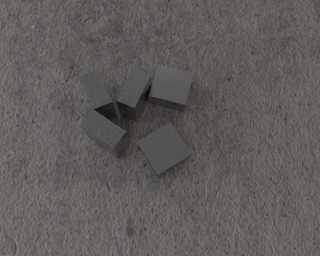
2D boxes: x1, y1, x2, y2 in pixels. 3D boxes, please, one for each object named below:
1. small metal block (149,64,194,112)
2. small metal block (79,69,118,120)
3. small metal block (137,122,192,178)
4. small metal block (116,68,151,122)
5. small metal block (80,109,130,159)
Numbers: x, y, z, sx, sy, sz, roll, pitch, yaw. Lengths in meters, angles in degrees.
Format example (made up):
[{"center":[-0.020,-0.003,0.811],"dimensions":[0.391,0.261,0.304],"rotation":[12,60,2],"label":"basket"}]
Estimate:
[{"center":[0.016,-0.055,0.428],"dimensions":[0.050,0.025,0.050],"rotation":[15,71,5],"label":"small metal block"},{"center":[-0.080,-0.040,0.409],"dimensions":[0.025,0.050,0.050],"rotation":[-23,72,-8],"label":"small metal block"},{"center":[0.005,0.029,0.398],"dimensions":[0.050,0.025,0.050],"rotation":[-31,73,-11],"label":"small metal block"},{"center":[-0.033,-0.042,0.410],"dimensions":[0.025,0.050,0.050],"rotation":[22,72,8],"label":"small metal block"},{"center":[-0.067,0.009,0.391],"dimensions":[0.050,0.050,0.025],"rotation":[33,74,11],"label":"small metal block"}]
